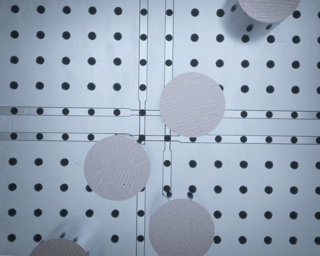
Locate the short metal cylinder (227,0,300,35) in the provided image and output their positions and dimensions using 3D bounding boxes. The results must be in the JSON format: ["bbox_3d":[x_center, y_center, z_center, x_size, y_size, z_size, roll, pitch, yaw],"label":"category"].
[{"bbox_3d":[0.133,-0.169,0.403,0.081,0.050,0.079,0,90,-1],"label":"short metal cylinder"}]

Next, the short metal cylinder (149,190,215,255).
[{"bbox_3d":[0.026,0.125,0.401,0.081,0.050,0.079,0,90,-1],"label":"short metal cylinder"}]

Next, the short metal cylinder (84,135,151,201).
[{"bbox_3d":[-0.052,0.049,0.400,0.081,0.050,0.079,0,90,-1],"label":"short metal cylinder"}]

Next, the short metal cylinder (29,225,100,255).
[{"bbox_3d":[-0.123,0.173,0.399,0.081,0.050,0.079,0,90,-1],"label":"short metal cylinder"}]

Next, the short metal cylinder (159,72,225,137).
[{"bbox_3d":[0.039,-0.028,0.401,0.081,0.050,0.079,0,90,-1],"label":"short metal cylinder"}]
